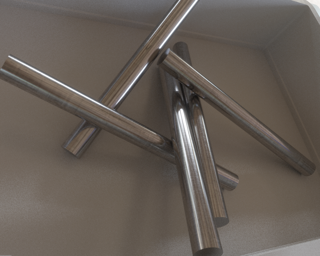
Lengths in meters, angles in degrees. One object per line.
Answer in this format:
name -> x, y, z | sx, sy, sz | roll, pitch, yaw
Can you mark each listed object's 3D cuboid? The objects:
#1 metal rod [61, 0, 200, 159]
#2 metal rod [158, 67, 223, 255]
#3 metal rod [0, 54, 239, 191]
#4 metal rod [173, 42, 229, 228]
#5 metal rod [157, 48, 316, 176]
metal rod -> -0.017, -0.091, 0.385 | 0.025, 0.025, 0.300 | 36, 72, -5
metal rod -> 0.024, 0.002, 0.363 | 0.025, 0.025, 0.300 | 15, 39, -20
metal rod -> -0.024, 0.007, 0.350 | 0.301, 0.025, 0.025 | 28, 51, -25
metal rod -> 0.044, -0.018, 0.403 | 0.025, 0.025, 0.300 | 14, 45, -21
metal rod -> 0.120, -0.011, 0.436 | 0.301, 0.025, 0.025 | 33, 50, -22
